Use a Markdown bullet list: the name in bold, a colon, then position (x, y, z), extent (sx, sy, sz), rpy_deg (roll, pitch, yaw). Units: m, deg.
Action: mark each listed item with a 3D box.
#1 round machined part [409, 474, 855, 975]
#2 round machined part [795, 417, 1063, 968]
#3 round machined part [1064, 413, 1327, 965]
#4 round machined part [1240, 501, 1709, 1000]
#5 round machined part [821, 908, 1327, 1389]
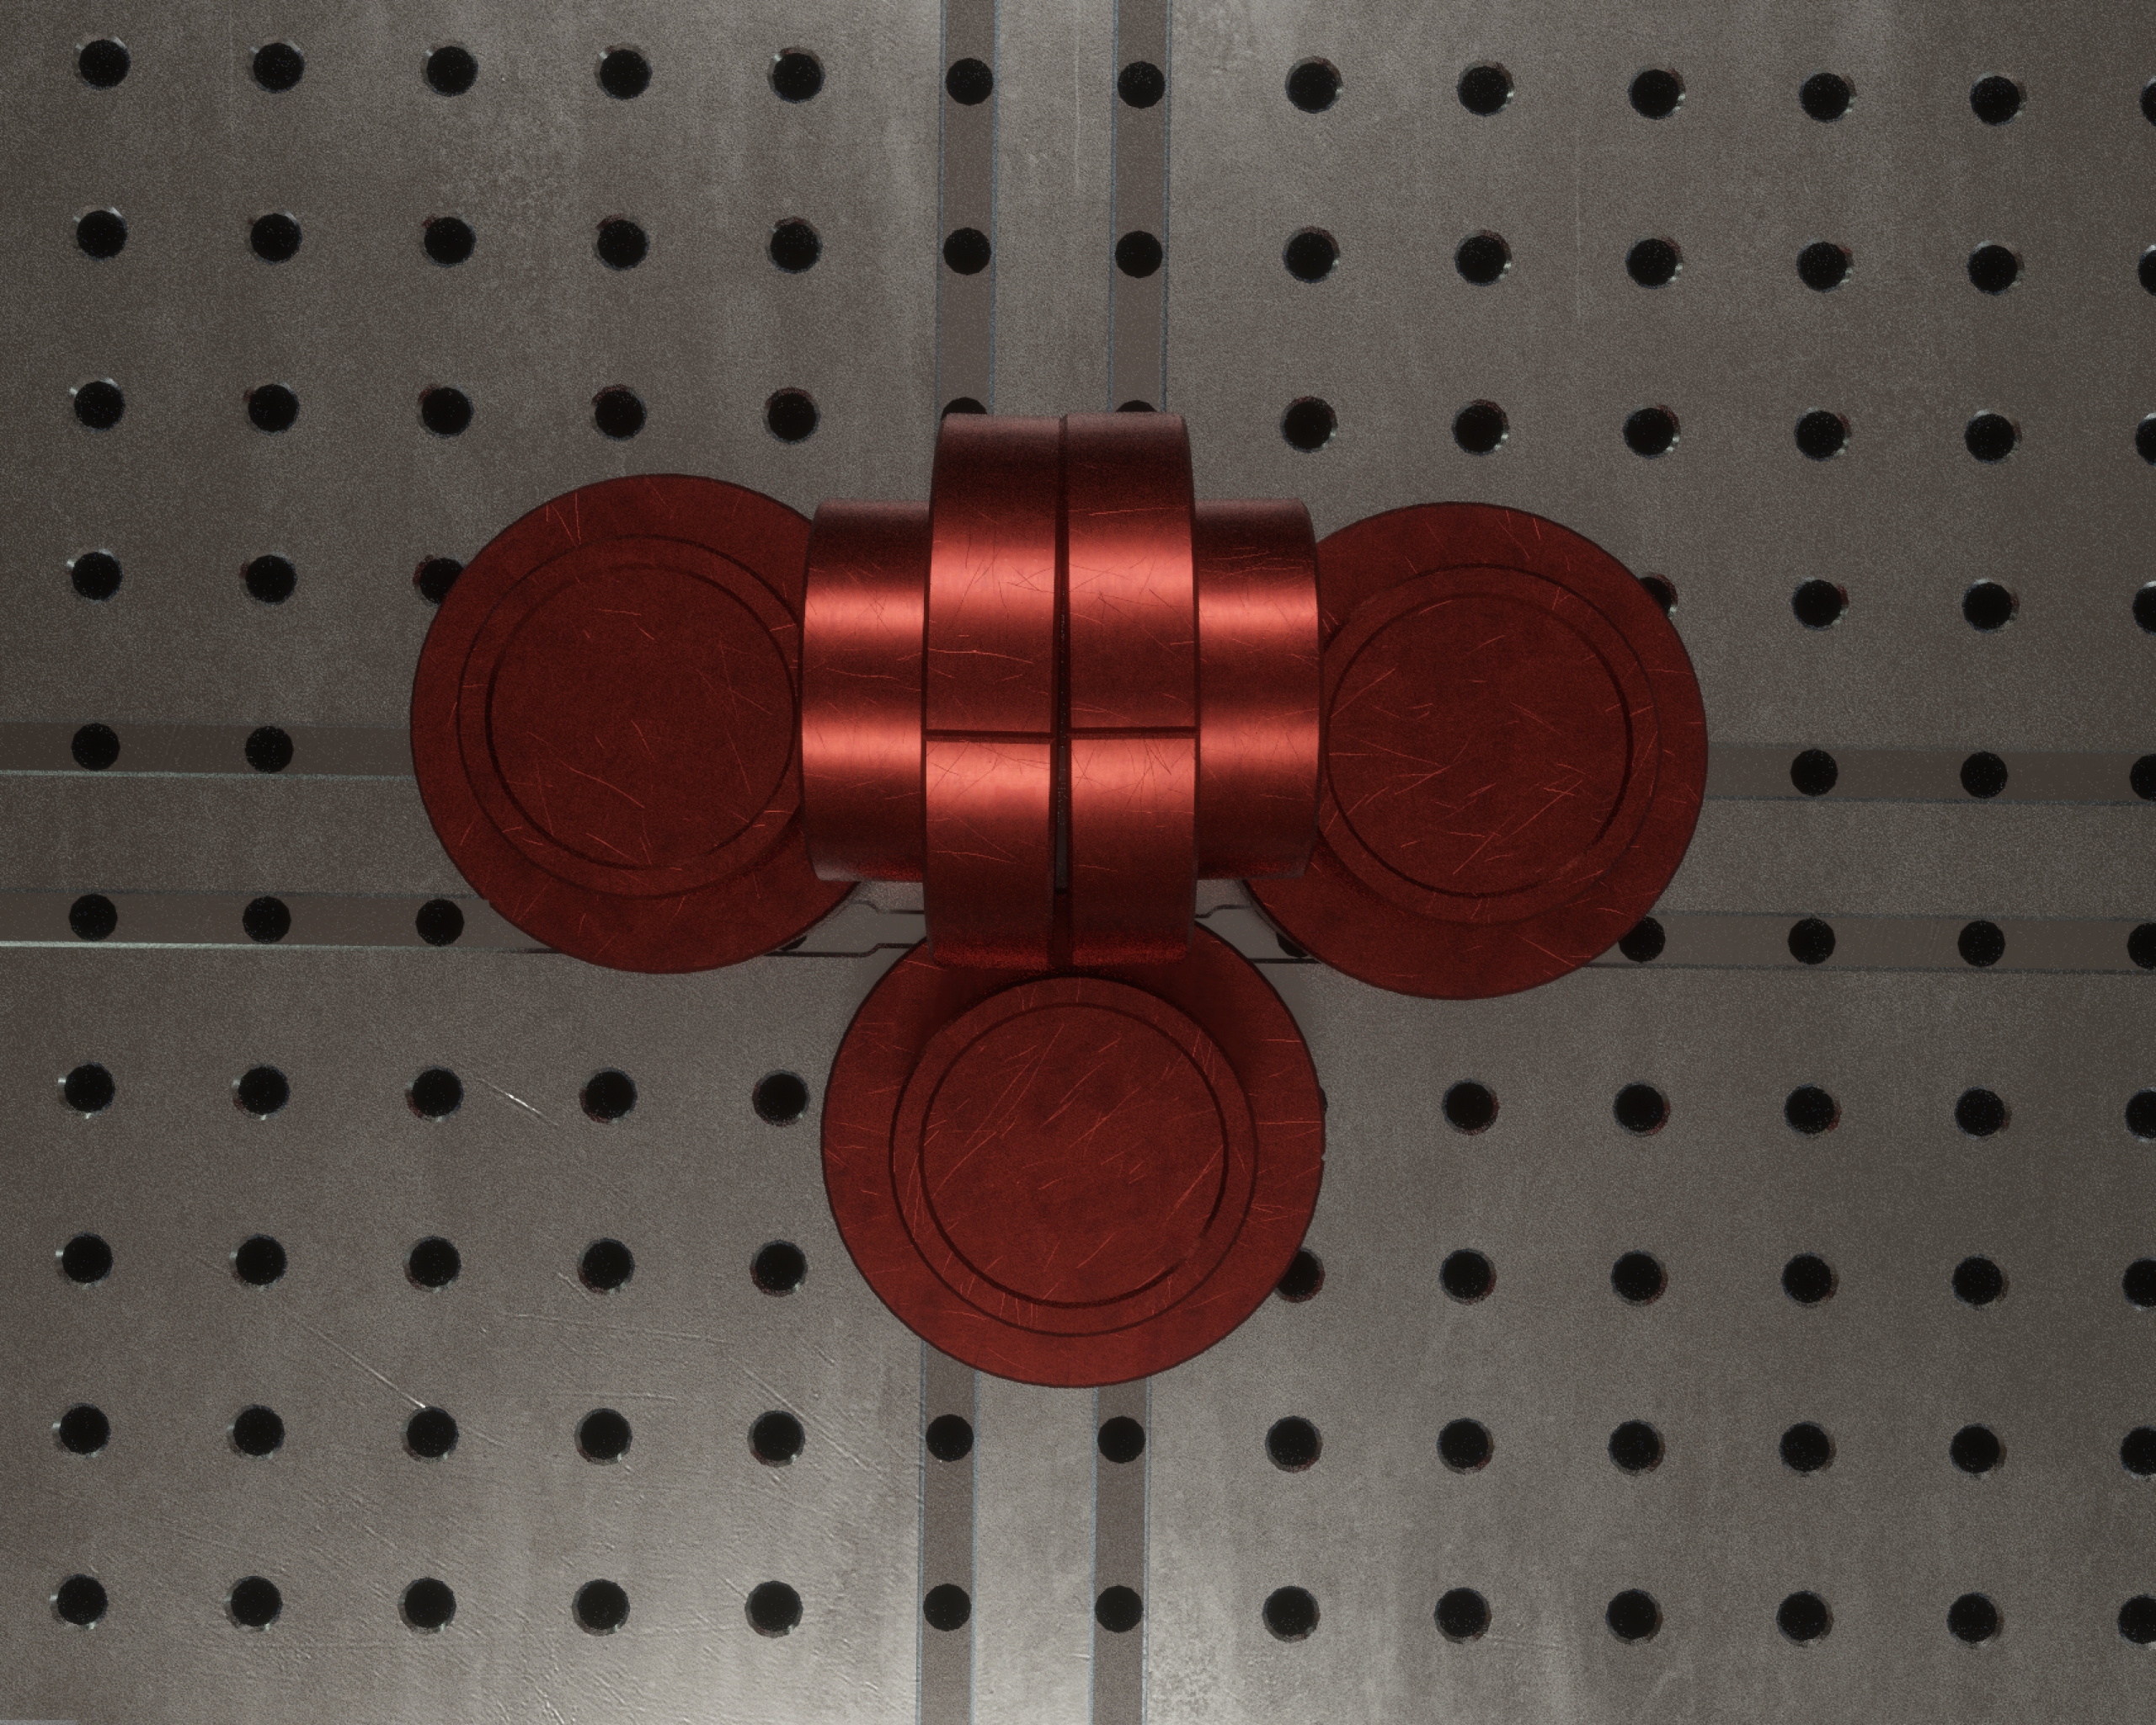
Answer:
- **round machined part**: position (-0.080, -0.027, 0.404), extent (0.099, 0.042, 0.097), rpy_deg (0, 90, -1)
- **round machined part**: position (-0.025, -0.030, 0.370), extent (0.042, 0.098, 0.097), rpy_deg (1, 90, 0)
- **round machined part**: position (0.019, -0.031, 0.372), extent (0.042, 0.098, 0.097), rpy_deg (-1, 90, 0)
- **round machined part**: position (0.074, -0.022, 0.405), extent (0.099, 0.042, 0.097), rpy_deg (0, 90, -1)
- **round machined part**: position (-0.001, 0.054, 0.405), extent (0.099, 0.042, 0.097), rpy_deg (0, 90, -1)
